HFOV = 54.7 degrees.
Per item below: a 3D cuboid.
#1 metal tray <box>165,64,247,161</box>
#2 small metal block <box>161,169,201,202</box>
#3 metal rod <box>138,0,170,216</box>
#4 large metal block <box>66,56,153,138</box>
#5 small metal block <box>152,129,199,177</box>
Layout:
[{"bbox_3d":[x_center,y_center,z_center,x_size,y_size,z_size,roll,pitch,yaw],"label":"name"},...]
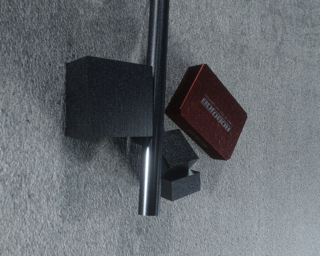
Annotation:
[{"bbox_3d":[0.075,-0.021,0.467,0.130,0.030,0.090,42,64,-32],"label":"metal tray"},{"bbox_3d":[0.017,0.070,0.404,0.050,0.050,0.025,-10,102,-40],"label":"small metal block"},{"bbox_3d":[-0.006,-0.048,0.381,0.025,0.025,0.298,11,77,-40],"label":"metal rod"},{"bbox_3d":[-0.055,-0.030,0.343,0.081,0.050,0.079,0,90,-40],"label":"large metal block"},{"bbox_3d":[0.014,0.031,0.401,0.050,0.025,0.050,-10,57,-40],"label":"small metal block"}]
